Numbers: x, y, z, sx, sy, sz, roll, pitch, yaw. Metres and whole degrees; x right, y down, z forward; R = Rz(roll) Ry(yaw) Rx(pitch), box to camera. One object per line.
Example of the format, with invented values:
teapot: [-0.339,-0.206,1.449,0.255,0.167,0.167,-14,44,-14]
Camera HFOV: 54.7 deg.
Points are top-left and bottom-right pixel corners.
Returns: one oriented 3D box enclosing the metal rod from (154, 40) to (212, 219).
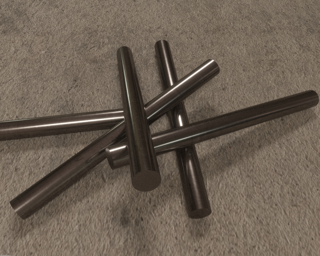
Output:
metal rod: [0.023,-0.023,0.422,0.025,0.025,0.300,-6,50,-5]

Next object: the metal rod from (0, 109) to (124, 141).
metal rod: [-0.186,0.002,0.399,0.302,0.025,0.025,-6,51,-6]

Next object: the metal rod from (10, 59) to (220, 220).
metal rod: [-0.039,0.001,0.379,0.301,0.025,0.025,-37,60,-20]

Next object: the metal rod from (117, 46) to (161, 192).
metal rod: [-0.035,-0.038,0.384,0.025,0.025,0.300,-7,35,-6]

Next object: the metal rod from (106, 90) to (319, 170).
metal rod: [0.082,-0.005,0.384,0.302,0.025,0.025,-15,52,-23]
